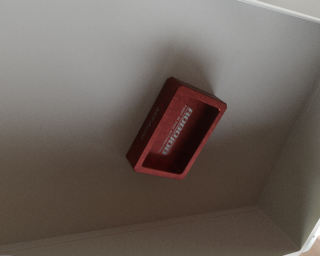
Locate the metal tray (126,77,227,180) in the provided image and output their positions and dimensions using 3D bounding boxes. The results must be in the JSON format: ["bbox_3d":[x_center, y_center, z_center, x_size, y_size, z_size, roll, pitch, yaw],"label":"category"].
[{"bbox_3d":[0.022,0.006,0.422,0.091,0.030,0.129,18,109,-36],"label":"metal tray"}]
